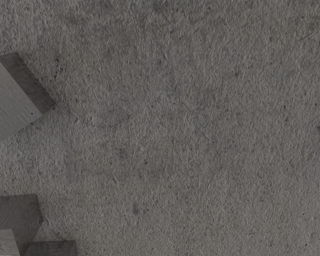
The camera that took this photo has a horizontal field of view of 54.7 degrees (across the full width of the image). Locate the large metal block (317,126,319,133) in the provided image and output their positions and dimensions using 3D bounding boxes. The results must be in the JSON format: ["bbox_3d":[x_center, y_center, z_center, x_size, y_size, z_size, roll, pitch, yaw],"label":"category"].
[{"bbox_3d":[0.271,0.015,0.404,0.080,0.050,0.080,-36,106,12],"label":"large metal block"}]

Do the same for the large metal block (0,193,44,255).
[{"bbox_3d":[-0.221,0.137,0.429,0.080,0.080,0.050,-5,110,2],"label":"large metal block"}]

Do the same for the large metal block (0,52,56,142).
[{"bbox_3d":[-0.193,-0.035,0.382,0.080,0.050,0.080,-30,108,10],"label":"large metal block"}]

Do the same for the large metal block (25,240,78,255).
[{"bbox_3d":[-0.171,0.224,0.477,0.080,0.050,0.079,-3,110,1],"label":"large metal block"}]
